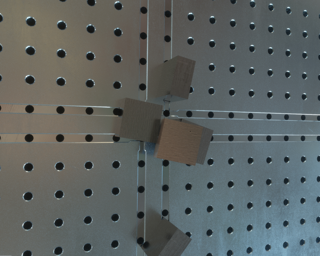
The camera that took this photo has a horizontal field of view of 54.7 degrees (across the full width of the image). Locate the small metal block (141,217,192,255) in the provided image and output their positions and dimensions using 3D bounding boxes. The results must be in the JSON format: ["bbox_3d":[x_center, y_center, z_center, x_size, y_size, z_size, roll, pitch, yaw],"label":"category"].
[{"bbox_3d":[0.007,0.151,0.403,0.025,0.050,0.050,43,76,-16],"label":"small metal block"}]

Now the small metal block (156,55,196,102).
[{"bbox_3d":[0.020,-0.063,0.408,0.025,0.050,0.050,13,86,-20],"label":"small metal block"}]

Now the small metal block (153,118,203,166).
[{"bbox_3d":[0.023,0.018,0.396,0.050,0.025,0.050,13,85,-11],"label":"small metal block"}]

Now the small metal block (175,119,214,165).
[{"bbox_3d":[0.040,0.019,0.429,0.050,0.025,0.050,20,83,-19],"label":"small metal block"}]

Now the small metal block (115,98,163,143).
[{"bbox_3d":[-0.028,-0.009,0.403,0.050,0.025,0.050,11,86,-20],"label":"small metal block"}]
